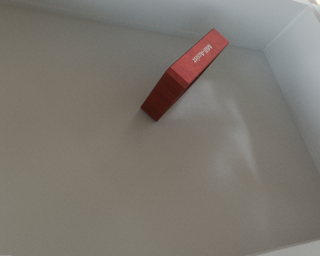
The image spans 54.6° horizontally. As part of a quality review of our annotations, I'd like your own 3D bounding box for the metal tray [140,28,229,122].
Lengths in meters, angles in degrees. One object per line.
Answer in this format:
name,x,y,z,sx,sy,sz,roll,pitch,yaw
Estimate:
metal tray,0.035,-0.074,0.427,0.030,0.090,0.131,42,51,0
